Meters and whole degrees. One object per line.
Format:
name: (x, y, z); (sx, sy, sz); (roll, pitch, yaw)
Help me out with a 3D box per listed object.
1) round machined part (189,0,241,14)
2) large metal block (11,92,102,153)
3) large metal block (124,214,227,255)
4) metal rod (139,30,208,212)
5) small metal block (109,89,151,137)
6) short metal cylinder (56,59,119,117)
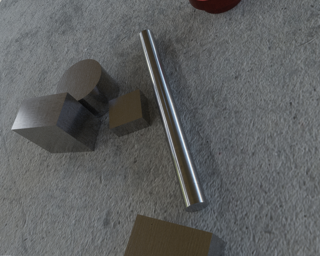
round machined part: (0.091, -0.216, 0.477); (0.098, 0.042, 0.098); (-13, 56, 20)
large metal block: (-0.145, -0.004, 0.445); (0.080, 0.080, 0.050); (-5, 60, 25)
large metal block: (0.011, 0.137, 0.298); (0.080, 0.050, 0.080); (5, 64, 30)
metal rod: (0.008, -0.033, 0.418); (0.025, 0.025, 0.299); (-24, 53, 13)
small metal block: (-0.044, -0.021, 0.438); (0.050, 0.025, 0.050); (-19, 54, 16)
short metal cylinder: (-0.111, -0.060, 0.481); (0.080, 0.050, 0.080); (-13, 56, 20)
